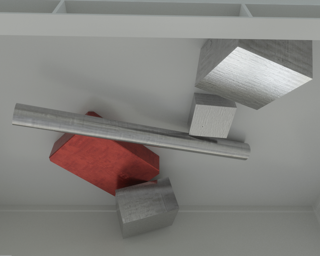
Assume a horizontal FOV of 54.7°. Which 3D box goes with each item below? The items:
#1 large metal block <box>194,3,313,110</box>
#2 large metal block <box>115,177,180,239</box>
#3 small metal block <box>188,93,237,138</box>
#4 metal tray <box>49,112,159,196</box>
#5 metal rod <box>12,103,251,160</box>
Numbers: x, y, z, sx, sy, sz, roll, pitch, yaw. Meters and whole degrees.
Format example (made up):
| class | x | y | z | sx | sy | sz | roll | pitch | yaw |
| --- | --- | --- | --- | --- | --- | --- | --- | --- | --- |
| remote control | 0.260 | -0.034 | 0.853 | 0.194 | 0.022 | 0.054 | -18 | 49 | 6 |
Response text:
| class | x | y | z | sx | sy | sz | roll | pitch | yaw |
| --- | --- | --- | --- | --- | --- | --- | --- | --- | --- |
| large metal block | 0.093 | -0.067 | 0.316 | 0.081 | 0.050 | 0.080 | 18 | 156 | -16 |
| large metal block | -0.022 | 0.122 | 0.470 | 0.081 | 0.050 | 0.080 | -11 | 148 | -14 |
| small metal block | 0.065 | -0.016 | 0.397 | 0.050 | 0.025 | 0.050 | 5 | 130 | -5 |
| metal tray | -0.076 | 0.044 | 0.442 | 0.130 | 0.030 | 0.090 | 37 | 121 | -28 |
| metal rod | -0.020 | 0.009 | 0.391 | 0.302 | 0.025 | 0.025 | 10 | 130 | -19 |
